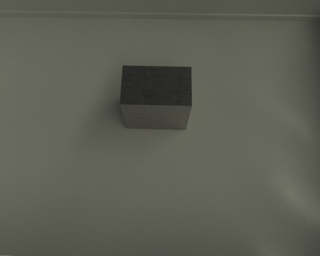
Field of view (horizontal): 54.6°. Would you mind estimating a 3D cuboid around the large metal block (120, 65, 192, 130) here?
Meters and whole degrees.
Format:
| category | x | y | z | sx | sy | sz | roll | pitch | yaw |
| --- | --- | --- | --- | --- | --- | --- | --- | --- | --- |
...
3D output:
| category | x | y | z | sx | sy | sz | roll | pitch | yaw |
| --- | --- | --- | --- | --- | --- | --- | --- | --- | --- |
| large metal block | -0.004 | -0.035 | 0.391 | 0.080 | 0.080 | 0.050 | 1 | 70 | 0 |
